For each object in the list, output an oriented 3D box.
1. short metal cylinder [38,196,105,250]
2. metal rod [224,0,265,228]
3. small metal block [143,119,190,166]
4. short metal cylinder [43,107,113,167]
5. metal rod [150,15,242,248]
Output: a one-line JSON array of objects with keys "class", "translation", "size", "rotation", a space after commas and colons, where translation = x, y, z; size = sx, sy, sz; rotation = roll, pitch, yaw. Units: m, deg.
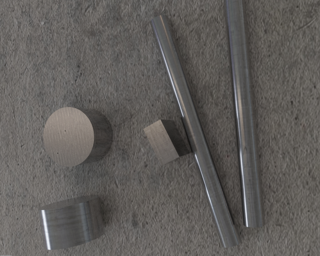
[{"class": "short metal cylinder", "translation": [-0.119, 0.126, 0.422], "size": [0.080, 0.080, 0.050], "rotation": [-12, 86, 19]}, {"class": "metal rod", "translation": [0.100, -0.034, 0.373], "size": [0.025, 0.025, 0.298], "rotation": [-5, 88, 20]}, {"class": "small metal block", "translation": [0.010, 0.017, 0.392], "size": [0.025, 0.050, 0.050], "rotation": [-29, 81, 18]}, {"class": "short metal cylinder", "translation": [-0.114, 0.012, 0.436], "size": [0.080, 0.050, 0.080], "rotation": [0, 90, 20]}, {"class": "metal rod", "translation": [0.043, -0.001, 0.393], "size": [0.025, 0.025, 0.299], "rotation": [-19, 84, 19]}]
